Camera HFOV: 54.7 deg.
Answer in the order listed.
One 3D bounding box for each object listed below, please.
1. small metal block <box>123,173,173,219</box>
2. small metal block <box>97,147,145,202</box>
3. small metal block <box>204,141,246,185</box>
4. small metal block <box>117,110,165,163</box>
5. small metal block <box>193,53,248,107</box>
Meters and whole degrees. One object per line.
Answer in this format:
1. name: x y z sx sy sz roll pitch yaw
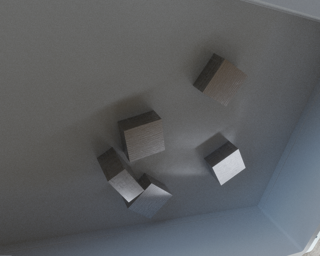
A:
1. small metal block: -0.018 0.102 0.461 0.050 0.025 0.050 -48 129 5
2. small metal block: -0.051 0.060 0.401 0.025 0.050 0.050 -37 129 -4
3. small metal block: 0.105 0.057 0.501 0.050 0.025 0.050 -35 129 -6
4. small metal block: -0.024 0.011 0.402 0.050 0.025 0.050 -19 126 -18
5. small metal block: 0.081 -0.063 0.413 0.050 0.025 0.050 24 106 -37
